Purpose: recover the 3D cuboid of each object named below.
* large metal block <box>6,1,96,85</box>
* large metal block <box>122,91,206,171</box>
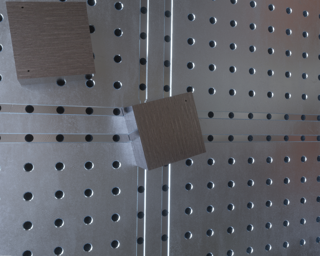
[{"bbox_3d":[-0.123,-0.095,0.354,0.081,0.050,0.079,-8,93,-20],"label":"large metal block"},{"bbox_3d":[0.005,0.002,0.402,0.081,0.050,0.080,-16,96,-20],"label":"large metal block"}]
